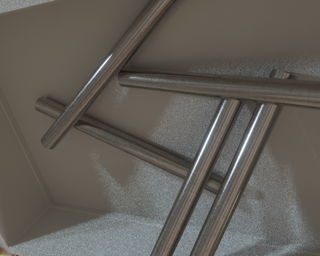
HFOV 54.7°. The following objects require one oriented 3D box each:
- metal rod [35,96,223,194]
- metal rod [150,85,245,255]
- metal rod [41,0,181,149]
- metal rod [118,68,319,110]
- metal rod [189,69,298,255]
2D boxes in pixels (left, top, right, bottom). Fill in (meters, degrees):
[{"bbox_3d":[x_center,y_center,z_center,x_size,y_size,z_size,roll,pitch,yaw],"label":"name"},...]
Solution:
[{"bbox_3d":[-0.052,0.020,0.448,0.301,0.025,0.025,24,127,13],"label":"metal rod"},{"bbox_3d":[0.031,0.088,0.370,0.025,0.025,0.298,25,103,12],"label":"metal rod"},{"bbox_3d":[-0.075,-0.061,0.390,0.025,0.025,0.299,46,123,-4],"label":"metal rod"},{"bbox_3d":[0.078,-0.040,0.311,0.300,0.025,0.025,11,124,33],"label":"metal rod"},{"bbox_3d":[0.074,0.081,0.344,0.025,0.025,0.298,24,103,13],"label":"metal rod"}]
